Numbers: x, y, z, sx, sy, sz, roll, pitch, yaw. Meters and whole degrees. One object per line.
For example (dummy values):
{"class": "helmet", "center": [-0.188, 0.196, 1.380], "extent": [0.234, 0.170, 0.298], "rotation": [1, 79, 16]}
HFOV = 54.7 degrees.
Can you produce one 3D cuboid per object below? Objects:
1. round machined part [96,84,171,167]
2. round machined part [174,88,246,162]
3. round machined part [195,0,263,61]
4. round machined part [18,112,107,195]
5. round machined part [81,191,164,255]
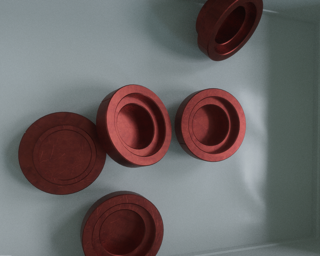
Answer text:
{"class": "round machined part", "center": [-0.035, 0.000, 0.376], "extent": [0.099, 0.042, 0.098], "rotation": [14, 69, -40]}
{"class": "round machined part", "center": [0.065, -0.004, 0.427], "extent": [0.099, 0.042, 0.097], "rotation": [0, 90, -21]}
{"class": "round machined part", "center": [0.087, -0.142, 0.416], "extent": [0.099, 0.098, 0.042], "rotation": [-33, 62, -17]}
{"class": "round machined part", "center": [-0.111, 0.030, 0.361], "extent": [0.099, 0.042, 0.097], "rotation": [0, 90, -20]}
{"class": "round machined part", "center": [-0.049, 0.127, 0.385], "extent": [0.099, 0.042, 0.097], "rotation": [0, 90, -21]}
